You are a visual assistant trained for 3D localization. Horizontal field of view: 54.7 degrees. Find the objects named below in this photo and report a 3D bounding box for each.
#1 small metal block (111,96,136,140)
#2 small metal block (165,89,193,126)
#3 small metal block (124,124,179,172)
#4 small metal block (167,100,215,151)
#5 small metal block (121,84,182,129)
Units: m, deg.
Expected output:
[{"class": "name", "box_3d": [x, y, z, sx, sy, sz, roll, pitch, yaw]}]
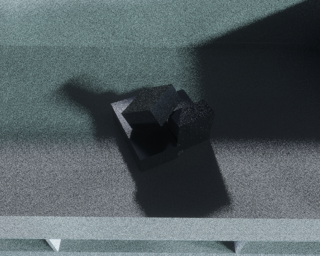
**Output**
[{"class": "small metal block", "box_3d": [-0.032, -0.015, 0.415, 0.050, 0.025, 0.050, -20, 53, -16]}, {"class": "small metal block", "box_3d": [0.020, -0.021, 0.421, 0.050, 0.025, 0.050, -20, 53, -16]}, {"class": "small metal block", "box_3d": [-0.011, 0.020, 0.386, 0.050, 0.025, 0.050, -20, 53, -16]}, {"class": "small metal block", "box_3d": [0.037, -0.002, 0.389, 0.050, 0.050, 0.025, -22, 54, -19]}, {"class": "small metal block", "box_3d": [-0.010, -0.026, 0.376, 0.050, 0.025, 0.050, -4, 39, 44]}]
